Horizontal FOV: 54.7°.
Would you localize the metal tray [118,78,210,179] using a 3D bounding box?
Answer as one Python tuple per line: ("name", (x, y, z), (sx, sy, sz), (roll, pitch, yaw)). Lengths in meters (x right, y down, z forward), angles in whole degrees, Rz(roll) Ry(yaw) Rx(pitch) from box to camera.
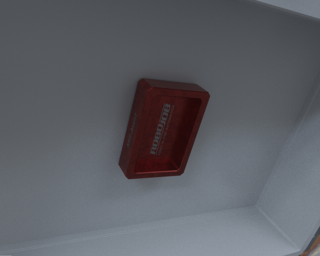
("metal tray", (0.004, 0.004, 0.408), (0.091, 0.030, 0.129), (1, 118, -30))
